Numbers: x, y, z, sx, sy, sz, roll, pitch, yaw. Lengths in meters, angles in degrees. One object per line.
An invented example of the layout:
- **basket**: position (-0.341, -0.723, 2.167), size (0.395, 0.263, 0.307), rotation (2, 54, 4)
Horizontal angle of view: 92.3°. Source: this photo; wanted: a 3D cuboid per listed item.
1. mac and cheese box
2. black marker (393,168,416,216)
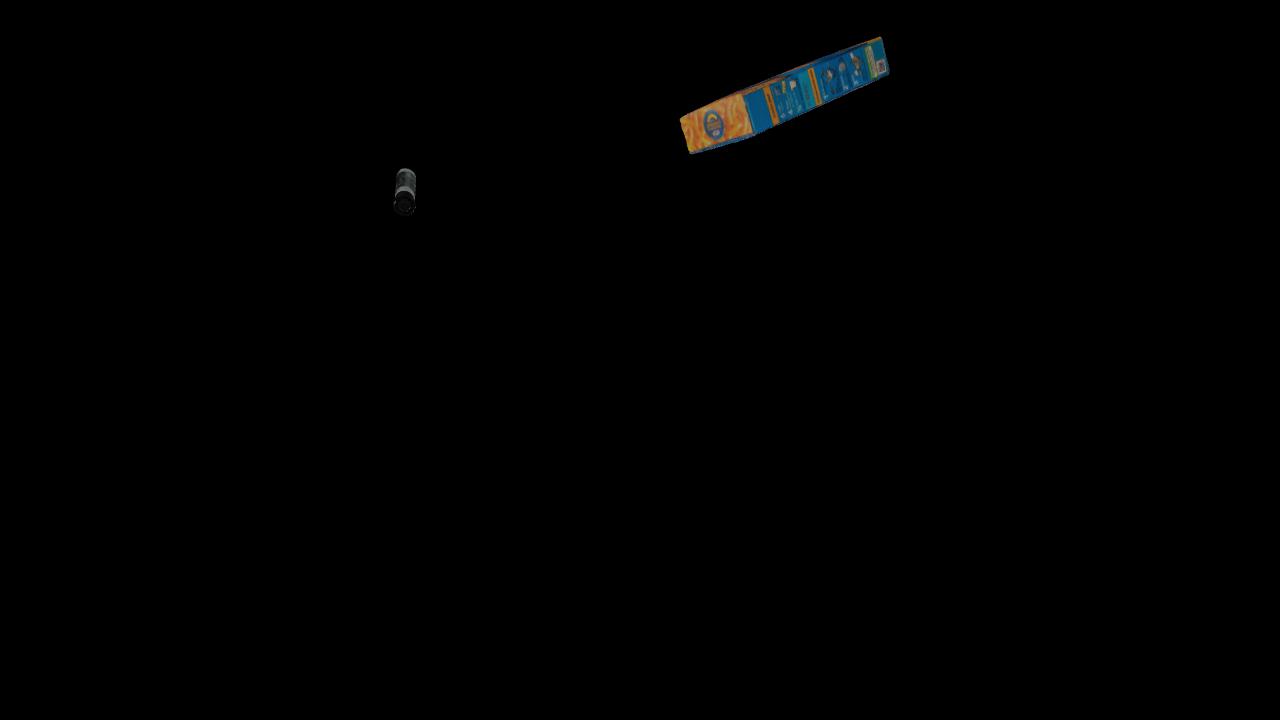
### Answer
- **mac and cheese box**: position (0.136, -0.248, 0.577), size (0.184, 0.041, 0.093), rotation (-31, 22, -25)
- **black marker**: position (-0.222, -0.160, 0.583), size (0.020, 0.020, 0.121), rotation (0, 27, -20)
